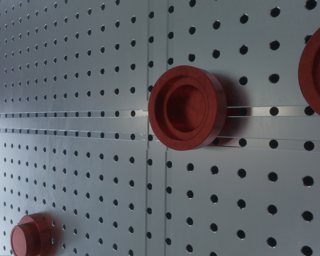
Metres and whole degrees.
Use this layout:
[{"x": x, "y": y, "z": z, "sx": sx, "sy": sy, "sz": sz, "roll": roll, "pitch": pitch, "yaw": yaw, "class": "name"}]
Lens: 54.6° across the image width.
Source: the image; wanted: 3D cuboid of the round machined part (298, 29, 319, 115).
[{"x": 0.172, "y": -0.048, "z": 0.256, "sx": 0.098, "sy": 0.042, "sz": 0.097, "roll": 0, "pitch": 90, "yaw": 40, "class": "round machined part"}]

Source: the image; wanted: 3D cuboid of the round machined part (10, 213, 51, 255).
[{"x": -0.262, "y": 0.224, "z": 0.617, "sx": 0.098, "sy": 0.042, "sz": 0.097, "roll": 0, "pitch": 90, "yaw": 40, "class": "round machined part"}]

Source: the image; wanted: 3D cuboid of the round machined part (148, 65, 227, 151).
[{"x": 0.036, "y": -0.023, "z": 0.369, "sx": 0.098, "sy": 0.042, "sz": 0.097, "roll": 0, "pitch": 90, "yaw": 40, "class": "round machined part"}]
